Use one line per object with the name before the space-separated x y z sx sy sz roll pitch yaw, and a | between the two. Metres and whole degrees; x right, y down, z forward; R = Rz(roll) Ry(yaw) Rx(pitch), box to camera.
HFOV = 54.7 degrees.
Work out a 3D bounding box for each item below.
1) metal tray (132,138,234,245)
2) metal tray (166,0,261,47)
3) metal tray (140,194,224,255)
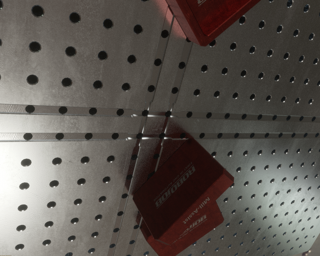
metal tray | 0.029 0.087 0.440 0.130 0.090 0.030 -46 130 3
metal tray | 0.071 -0.167 0.345 0.130 0.030 0.090 -40 130 -1
metal tray | 0.041 0.165 0.535 0.131 0.030 0.090 -33 129 -7
